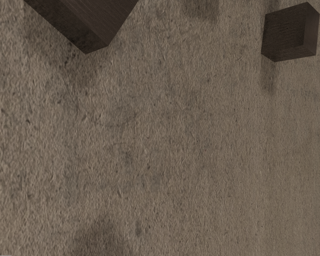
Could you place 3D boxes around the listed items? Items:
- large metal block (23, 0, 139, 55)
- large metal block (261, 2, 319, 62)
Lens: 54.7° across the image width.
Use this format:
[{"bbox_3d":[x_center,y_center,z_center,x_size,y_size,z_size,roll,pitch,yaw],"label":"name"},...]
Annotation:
[{"bbox_3d":[-0.077,-0.138,0.325,0.080,0.050,0.080,41,65,-33],"label":"large metal block"},{"bbox_3d":[0.241,-0.174,0.574,0.050,0.080,0.080,15,81,-40],"label":"large metal block"}]
